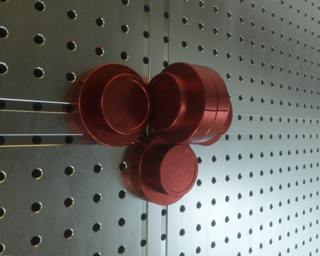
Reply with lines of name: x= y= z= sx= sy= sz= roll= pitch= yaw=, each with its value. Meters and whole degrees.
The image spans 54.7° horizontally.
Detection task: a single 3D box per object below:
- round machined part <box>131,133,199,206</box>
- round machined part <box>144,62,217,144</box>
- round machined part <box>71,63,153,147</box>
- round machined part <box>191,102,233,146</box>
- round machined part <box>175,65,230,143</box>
round machined part: x=0.013 y=0.054 z=0.411 sx=0.099 sy=0.042 sz=0.097 roll=0 pitch=90 yaw=-40
round machined part: x=0.017 y=-0.030 z=0.369 sx=0.042 sy=0.098 sz=0.097 roll=2 pitch=89 yaw=-40
round machined part: x=-0.048 y=-0.026 z=0.359 sx=0.099 sy=0.042 sz=0.097 roll=0 pitch=90 yaw=-40
round machined part: x=0.070 y=-0.022 z=0.459 sx=0.099 sy=0.042 sz=0.097 roll=0 pitch=90 yaw=-40
round machined part: x=0.050 y=-0.030 z=0.398 sx=0.042 sy=0.098 sz=0.097 roll=-1 pitch=91 yaw=-40
